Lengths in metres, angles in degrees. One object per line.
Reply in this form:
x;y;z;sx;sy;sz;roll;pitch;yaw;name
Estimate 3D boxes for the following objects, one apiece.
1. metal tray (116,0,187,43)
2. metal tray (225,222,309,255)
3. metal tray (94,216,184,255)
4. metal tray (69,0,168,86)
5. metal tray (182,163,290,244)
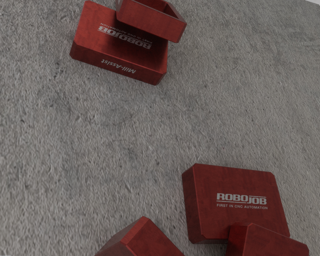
-0.018;-0.175;0.462;0.091;0.030;0.130;16;29;-19;metal tray
0.109;0.177;0.328;0.090;0.030;0.130;25;66;-17;metal tray
0.006;0.145;0.276;0.130;0.090;0.030;46;51;3;metal tray
-0.054;-0.121;0.445;0.131;0.030;0.090;16;55;-19;metal tray
0.096;0.097;0.392;0.131;0.030;0.090;9;58;-23;metal tray
